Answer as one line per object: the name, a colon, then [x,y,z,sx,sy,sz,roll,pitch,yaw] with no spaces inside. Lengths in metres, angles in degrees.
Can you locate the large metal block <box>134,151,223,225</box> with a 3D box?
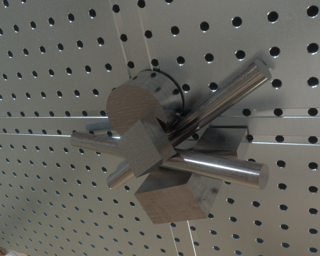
large metal block: [0.027,0.074,0.401,0.080,0.080,0.050,-19,108,35]

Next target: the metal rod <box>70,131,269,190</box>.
metal rod: [-0.016,0.032,0.389,0.300,0.025,0.025,7,123,40]

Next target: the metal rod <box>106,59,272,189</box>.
metal rod: [0.015,0.014,0.408,0.025,0.025,0.299,47,129,-5]

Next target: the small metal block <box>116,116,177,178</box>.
small metal block: [-0.017,0.022,0.353,0.050,0.025,0.050,-41,73,39]

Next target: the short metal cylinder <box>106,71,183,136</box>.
short metal cylinder: [-0.019,-0.025,0.385,0.080,0.050,0.079,13,123,21]

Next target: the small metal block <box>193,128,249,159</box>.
small metal block: [0.073,0.023,0.366,0.050,0.050,0.025,1,119,29]
